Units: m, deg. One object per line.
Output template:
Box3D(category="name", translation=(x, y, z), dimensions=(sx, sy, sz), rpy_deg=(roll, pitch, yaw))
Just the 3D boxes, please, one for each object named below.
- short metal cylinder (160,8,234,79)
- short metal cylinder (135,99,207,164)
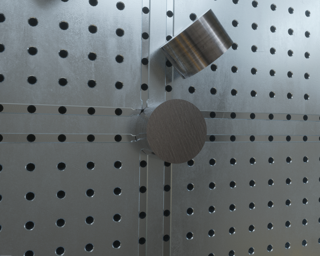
Box3D(category="short metal cylinder", translation=(0.047, -0.108, 0.400), dimensions=(0.080, 0.080, 0.050), rpy_deg=(-42, 104, -15))
Box3D(category="short metal cylinder", translation=(0.013, 0.004, 0.404), dimensions=(0.081, 0.050, 0.079), rpy_deg=(0, 90, -20))
